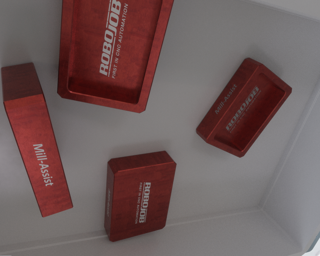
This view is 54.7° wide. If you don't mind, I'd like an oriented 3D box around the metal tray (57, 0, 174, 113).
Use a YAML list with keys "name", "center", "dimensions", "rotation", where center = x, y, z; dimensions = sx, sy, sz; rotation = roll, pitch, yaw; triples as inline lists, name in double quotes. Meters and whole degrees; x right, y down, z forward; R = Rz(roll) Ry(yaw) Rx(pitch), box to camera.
- name: "metal tray"
  center: [-0.045, -0.082, 0.295]
  dimensions: [0.091, 0.030, 0.129]
  rotation: [11, 126, -9]

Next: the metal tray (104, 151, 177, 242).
- name: "metal tray"
  center: [-0.031, 0.100, 0.450]
  dimensions: [0.091, 0.030, 0.129]
  rotation: [-7, 121, -25]

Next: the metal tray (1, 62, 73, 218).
- name: "metal tray"
  center: [-0.121, 0.012, 0.307]
  dimensions: [0.030, 0.090, 0.129]
  rotation: [-16, 125, -20]

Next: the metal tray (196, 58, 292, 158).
- name: "metal tray"
  center: [0.124, -0.026, 0.456]
  dimensions: [0.090, 0.030, 0.129]
  rotation: [24, 105, -37]
